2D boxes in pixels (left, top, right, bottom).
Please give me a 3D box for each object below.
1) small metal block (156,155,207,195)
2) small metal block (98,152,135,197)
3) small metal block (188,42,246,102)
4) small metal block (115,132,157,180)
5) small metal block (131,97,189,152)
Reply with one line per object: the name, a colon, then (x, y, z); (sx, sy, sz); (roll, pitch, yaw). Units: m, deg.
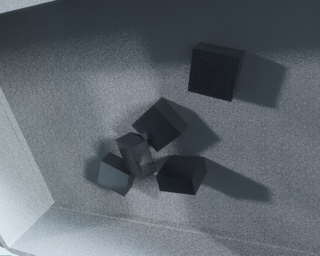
small metal block: (0.030, 0.061, 0.415); (0.050, 0.050, 0.025); (1, 119, 28)
small metal block: (-0.068, 0.073, 0.490); (0.050, 0.025, 0.050); (25, 127, 12)
small metal block: (0.061, -0.062, 0.338); (0.050, 0.025, 0.050); (17, 125, 18)
small metal block: (-0.034, 0.038, 0.435); (0.050, 0.025, 0.050); (22, 135, 56)
small metal block: (0.000, -0.004, 0.407); (0.050, 0.025, 0.050); (47, 129, -5)
